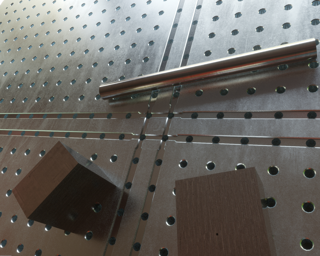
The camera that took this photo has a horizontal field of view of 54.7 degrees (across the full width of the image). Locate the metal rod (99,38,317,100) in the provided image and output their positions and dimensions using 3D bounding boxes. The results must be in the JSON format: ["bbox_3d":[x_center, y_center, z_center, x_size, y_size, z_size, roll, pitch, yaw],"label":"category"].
[{"bbox_3d":[0.048,-0.076,0.428,0.301,0.025,0.025,-8,58,23],"label":"metal rod"}]

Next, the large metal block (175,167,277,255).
[{"bbox_3d":[0.063,0.091,0.303,0.080,0.050,0.080,-14,56,20],"label":"large metal block"}]

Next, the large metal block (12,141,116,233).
[{"bbox_3d":[-0.116,0.075,0.386,0.080,0.080,0.050,-48,52,-6],"label":"large metal block"}]
